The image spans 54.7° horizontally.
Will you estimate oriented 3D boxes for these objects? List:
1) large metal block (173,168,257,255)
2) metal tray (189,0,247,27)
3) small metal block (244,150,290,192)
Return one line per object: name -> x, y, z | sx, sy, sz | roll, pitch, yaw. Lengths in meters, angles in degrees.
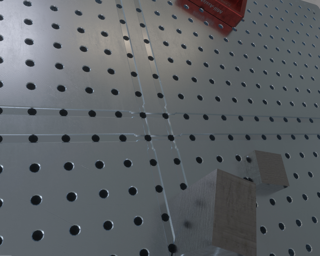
large metal block -> 0.060, 0.103, 0.342 | 0.050, 0.080, 0.080 | 23, 53, -15
metal tray -> 0.113, -0.271, 0.630 | 0.131, 0.030, 0.090 | 28, 52, -11
small metal block -> 0.155, 0.063, 0.453 | 0.050, 0.025, 0.050 | 10, 57, -23
